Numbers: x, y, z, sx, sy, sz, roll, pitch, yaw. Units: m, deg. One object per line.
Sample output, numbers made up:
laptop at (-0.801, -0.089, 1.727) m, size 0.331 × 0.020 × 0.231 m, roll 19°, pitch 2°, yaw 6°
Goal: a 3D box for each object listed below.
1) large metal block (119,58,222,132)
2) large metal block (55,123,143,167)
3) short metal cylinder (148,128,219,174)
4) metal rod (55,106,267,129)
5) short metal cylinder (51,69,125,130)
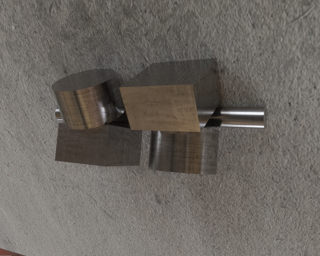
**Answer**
large metal block at (0.016, -0.038, 0.340) m, size 0.080 × 0.080 × 0.050 m, roll 2°, pitch 119°, yaw 27°
large metal block at (-0.081, 0.023, 0.422) m, size 0.080 × 0.080 × 0.050 m, roll 2°, pitch 86°, yaw 26°
short metal cylinder at (0.028, 0.026, 0.366) m, size 0.080 × 0.080 × 0.050 m, roll 2°, pitch 85°, yaw 27°
metal rod at (-0.018, -0.017, 0.409) m, size 0.300 × 0.025 × 0.025 m, roll 2°, pitch 120°, yaw 27°
short metal cylinder at (-0.090, -0.039, 0.396) m, size 0.080 × 0.080 × 0.050 m, roll 4°, pitch 120°, yaw 26°
